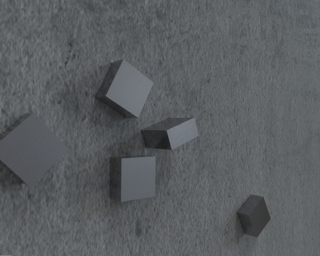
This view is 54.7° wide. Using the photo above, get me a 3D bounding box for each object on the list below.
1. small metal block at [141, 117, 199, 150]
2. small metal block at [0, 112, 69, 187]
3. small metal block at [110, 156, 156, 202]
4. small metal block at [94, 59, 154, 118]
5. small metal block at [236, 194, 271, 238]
[{"bbox_3d":[0.013,0.006,0.401,0.050,0.050,0.025,-24,106,-38],"label":"small metal block"},{"bbox_3d":[-0.128,0.020,0.299,0.050,0.025,0.050,-51,120,-28],"label":"small metal block"},{"bbox_3d":[-0.033,0.060,0.379,0.050,0.025,0.050,1,90,-40],"label":"small metal block"},{"bbox_3d":[-0.042,-0.046,0.371,0.050,0.025,0.050,35,69,-35],"label":"small metal block"},{"bbox_3d":[0.167,0.155,0.548,0.050,0.025,0.050,-36,113,-34],"label":"small metal block"}]
